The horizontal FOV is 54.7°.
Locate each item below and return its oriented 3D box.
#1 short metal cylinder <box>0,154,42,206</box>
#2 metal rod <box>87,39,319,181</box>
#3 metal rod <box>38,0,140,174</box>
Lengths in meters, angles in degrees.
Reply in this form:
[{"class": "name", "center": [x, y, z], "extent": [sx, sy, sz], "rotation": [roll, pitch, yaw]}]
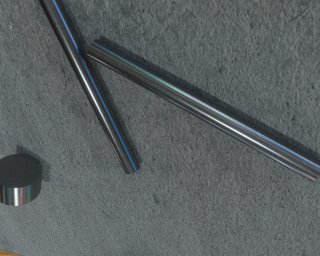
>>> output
[{"class": "short metal cylinder", "center": [-0.258, 0.093, 0.561], "extent": [0.080, 0.080, 0.050], "rotation": [27, 128, 10]}, {"class": "metal rod", "center": [0.046, -0.025, 0.365], "extent": [0.301, 0.025, 0.025], "rotation": [30, 128, 8]}, {"class": "metal rod", "center": [-0.097, -0.067, 0.414], "extent": [0.025, 0.025, 0.299], "rotation": [-10, 114, 32]}]
